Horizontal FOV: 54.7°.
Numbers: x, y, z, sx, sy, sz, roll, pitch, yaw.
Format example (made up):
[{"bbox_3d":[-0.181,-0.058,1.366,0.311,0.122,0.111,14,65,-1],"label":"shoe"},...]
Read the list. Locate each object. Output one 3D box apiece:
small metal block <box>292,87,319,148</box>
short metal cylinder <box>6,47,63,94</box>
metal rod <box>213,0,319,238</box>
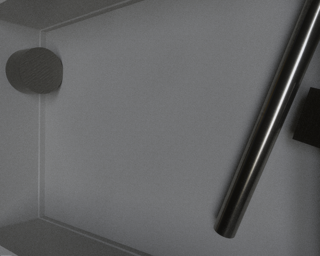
[{"bbox_3d":[0.156,-0.005,0.278,0.050,0.025,0.050,23,105,37],"label":"small metal block"},{"bbox_3d":[-0.222,-0.101,0.551,0.050,0.081,0.079,6,94,39],"label":"short metal cylinder"},{"bbox_3d":[0.117,-0.022,0.309,0.025,0.025,0.298,29,108,36],"label":"metal rod"}]
